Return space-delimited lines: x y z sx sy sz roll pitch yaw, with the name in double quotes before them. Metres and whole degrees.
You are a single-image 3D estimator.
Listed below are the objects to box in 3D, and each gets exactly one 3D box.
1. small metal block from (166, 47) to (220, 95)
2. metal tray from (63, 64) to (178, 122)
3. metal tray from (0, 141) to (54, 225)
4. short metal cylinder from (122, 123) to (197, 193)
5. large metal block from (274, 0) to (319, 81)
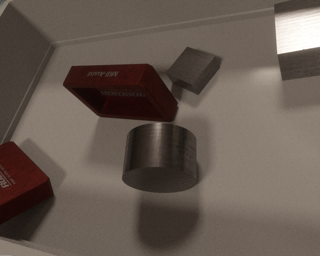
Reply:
"small metal block" 0.045 -0.080 0.430 0.050 0.025 0.050 32 79 37
"metal tray" -0.052 -0.046 0.417 0.130 0.090 0.030 5 65 30
"metal tray" -0.227 0.074 0.444 0.091 0.030 0.130 -29 42 -35
"short metal cylinder" 0.001 0.036 0.347 0.080 0.080 0.050 -10 58 22
"large metal block" 0.181 -0.108 0.361 0.080 0.050 0.080 -6 59 25
